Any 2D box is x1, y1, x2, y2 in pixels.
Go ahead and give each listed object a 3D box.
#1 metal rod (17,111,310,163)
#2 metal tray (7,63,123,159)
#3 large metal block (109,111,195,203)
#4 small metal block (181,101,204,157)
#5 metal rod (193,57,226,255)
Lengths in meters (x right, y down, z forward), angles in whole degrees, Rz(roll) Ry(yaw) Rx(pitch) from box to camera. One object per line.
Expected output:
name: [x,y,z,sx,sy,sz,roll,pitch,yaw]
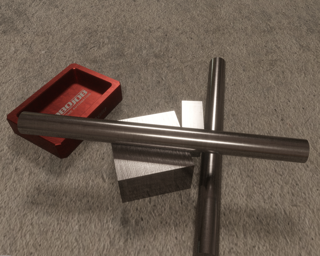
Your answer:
metal rod: [-0.001,0.009,0.330,0.302,0.025,0.025,6,50,4]
metal tray: [-0.124,-0.029,0.422,0.090,0.030,0.130,25,54,19]
large metal block: [-0.013,0.032,0.360,0.081,0.050,0.080,-10,51,-9]
small metal block: [0.039,0.001,0.386,0.025,0.050,0.050,2,50,1]
metal rod: [0.068,0.011,0.394,0.025,0.025,0.300,7,50,5]
